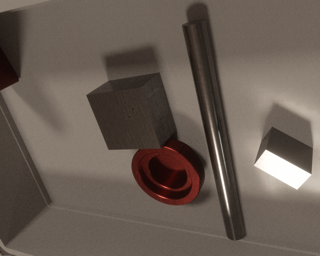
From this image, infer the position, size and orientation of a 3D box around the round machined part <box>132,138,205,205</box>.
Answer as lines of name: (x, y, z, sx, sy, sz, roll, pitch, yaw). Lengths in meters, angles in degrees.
round machined part: (0.014, 0.054, 0.422, 0.098, 0.042, 0.097, 13, 124, 20)

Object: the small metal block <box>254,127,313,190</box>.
small metal block: (0.136, 0.031, 0.340, 0.050, 0.050, 0.025, 30, 128, 9)

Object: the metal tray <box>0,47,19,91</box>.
metal tray: (-0.251, -0.086, 0.417, 0.030, 0.130, 0.090, -22, 109, 7)

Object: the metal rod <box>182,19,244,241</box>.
metal rod: (0.072, 0.021, 0.383, 0.025, 0.025, 0.298, -1, 118, 28)

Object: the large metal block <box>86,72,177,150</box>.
large metal block: (-0.034, -0.020, 0.397, 0.080, 0.050, 0.080, -4, 117, 29)
